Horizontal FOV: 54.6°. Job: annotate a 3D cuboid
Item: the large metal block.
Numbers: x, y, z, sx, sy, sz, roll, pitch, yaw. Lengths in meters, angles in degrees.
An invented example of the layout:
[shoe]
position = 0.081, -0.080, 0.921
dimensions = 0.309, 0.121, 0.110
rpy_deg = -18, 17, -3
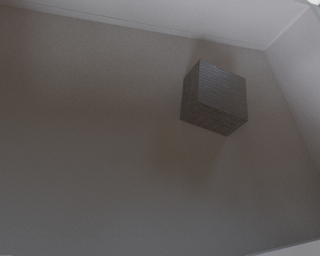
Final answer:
[large metal block]
position = 0.080, -0.044, 0.458
dimensions = 0.080, 0.050, 0.080
rpy_deg = 19, 54, -17
